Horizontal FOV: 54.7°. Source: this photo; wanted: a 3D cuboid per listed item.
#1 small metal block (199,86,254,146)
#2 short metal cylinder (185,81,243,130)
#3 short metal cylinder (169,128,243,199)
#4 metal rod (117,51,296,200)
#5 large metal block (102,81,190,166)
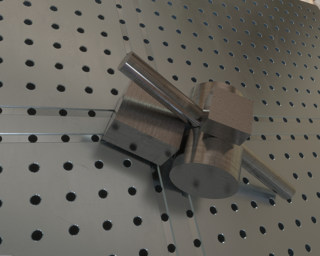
[{"bbox_3d":[0.076,-0.014,0.352,0.050,0.025,0.050,21,54,-6],"label":"small metal block"},{"bbox_3d":[0.072,-0.016,0.418,0.080,0.080,0.050,25,53,-13],"label":"short metal cylinder"},{"bbox_3d":[0.056,0.044,0.372,0.080,0.080,0.050,27,53,-12],"label":"short metal cylinder"},{"bbox_3d":[0.074,0.010,0.387,0.301,0.025,0.025,36,50,-24],"label":"metal rod"},{"bbox_3d":[-0.014,-0.012,0.384,0.080,0.050,0.080,26,53,-12],"label":"large metal block"}]
